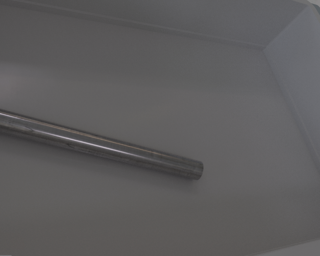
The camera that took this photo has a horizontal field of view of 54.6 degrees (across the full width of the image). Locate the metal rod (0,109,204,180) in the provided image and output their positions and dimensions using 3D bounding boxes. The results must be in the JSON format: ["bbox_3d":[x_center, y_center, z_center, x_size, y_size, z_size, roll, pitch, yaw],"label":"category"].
[{"bbox_3d":[-0.088,0.015,0.348,0.302,0.025,0.025,16,55,-19],"label":"metal rod"}]
